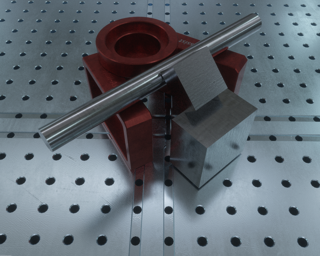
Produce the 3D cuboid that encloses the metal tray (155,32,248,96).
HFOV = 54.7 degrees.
[{"bbox_3d":[0.046,-0.076,0.429,0.130,0.089,0.030,25,55,19],"label":"metal tray"}]

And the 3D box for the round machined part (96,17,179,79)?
[{"bbox_3d":[-0.027,-0.094,0.385,0.099,0.042,0.098,0,50,0],"label":"round machined part"}]

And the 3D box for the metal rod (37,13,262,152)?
[{"bbox_3d":[0.010,-0.064,0.344,0.302,0.025,0.025,-33,58,-25],"label":"metal rod"}]

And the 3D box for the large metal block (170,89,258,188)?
[{"bbox_3d":[0.059,0.010,0.360,0.080,0.080,0.050,-34,58,-25],"label":"large metal block"}]

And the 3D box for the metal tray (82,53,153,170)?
[{"bbox_3d":[-0.053,-0.023,0.384,0.030,0.089,0.130,-23,54,-18],"label":"metal tray"}]

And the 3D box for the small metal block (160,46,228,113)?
[{"bbox_3d":[0.037,-0.051,0.328,0.050,0.050,0.025,-35,14,-26],"label":"small metal block"}]
